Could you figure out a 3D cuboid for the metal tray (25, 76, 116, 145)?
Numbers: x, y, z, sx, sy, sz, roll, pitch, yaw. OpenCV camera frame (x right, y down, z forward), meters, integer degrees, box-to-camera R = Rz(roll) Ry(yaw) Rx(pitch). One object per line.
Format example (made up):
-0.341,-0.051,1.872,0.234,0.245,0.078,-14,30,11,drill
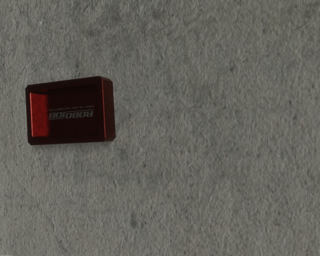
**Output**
-0.132,-0.023,0.451,0.130,0.030,0.089,-4,89,19,metal tray
